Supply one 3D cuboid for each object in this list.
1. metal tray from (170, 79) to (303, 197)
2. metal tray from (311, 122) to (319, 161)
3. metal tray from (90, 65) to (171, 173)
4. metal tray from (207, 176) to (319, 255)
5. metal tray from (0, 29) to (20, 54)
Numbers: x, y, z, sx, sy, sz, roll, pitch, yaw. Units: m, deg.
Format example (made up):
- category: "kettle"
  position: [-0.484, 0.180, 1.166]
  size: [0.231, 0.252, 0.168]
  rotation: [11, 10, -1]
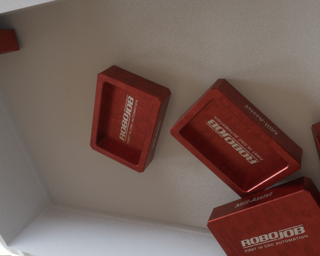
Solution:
- category: "metal tray"
  position: [0.088, 0.016, 0.368]
  size: [0.130, 0.030, 0.090]
  rotation: [42, 129, -1]
- category: "metal tray"
  position: [0.194, 0.062, 0.299]
  size: [0.030, 0.090, 0.129]
  rotation: [-21, 109, 9]
- category: "metal tray"
  position: [-0.045, -0.009, 0.423]
  size: [0.090, 0.030, 0.129]
  rotation: [25, 127, 12]
- category: "metal tray"
  position: [0.133, 0.120, 0.362]
  size: [0.130, 0.030, 0.090]
  rotation: [-31, 96, 32]
- category: "metal tray"
  position: [-0.273, -0.108, 0.416]
  size: [0.090, 0.131, 0.030]
  rotation: [-1, 107, 29]
